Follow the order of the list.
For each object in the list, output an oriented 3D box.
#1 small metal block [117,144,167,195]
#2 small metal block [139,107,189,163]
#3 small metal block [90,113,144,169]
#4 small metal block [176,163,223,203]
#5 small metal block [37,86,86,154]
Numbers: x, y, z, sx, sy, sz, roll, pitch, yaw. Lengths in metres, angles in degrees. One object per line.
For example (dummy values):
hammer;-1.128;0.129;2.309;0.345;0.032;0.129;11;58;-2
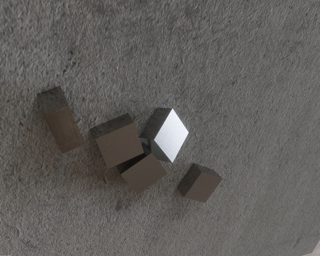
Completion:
small metal block;-0.026;0.056;0.428;0.050;0.025;0.050;-35;129;-5
small metal block;0.006;0.009;0.401;0.050;0.025;0.050;53;56;-39
small metal block;-0.053;0.016;0.388;0.050;0.025;0.050;-24;127;-14
small metal block;0.064;0.089;0.496;0.050;0.025;0.050;23;106;-37
small metal block;-0.105;-0.009;0.327;0.025;0.050;0.050;-23;127;-14
